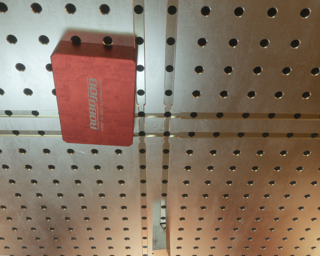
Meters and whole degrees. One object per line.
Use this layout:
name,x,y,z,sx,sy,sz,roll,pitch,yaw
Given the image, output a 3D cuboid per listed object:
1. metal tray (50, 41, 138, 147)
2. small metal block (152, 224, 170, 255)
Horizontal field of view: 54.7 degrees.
metal tray,-0.076,-0.036,0.377,0.091,0.030,0.129,4,130,-4
small metal block,0.003,0.217,0.581,0.025,0.050,0.050,-8,130,6
